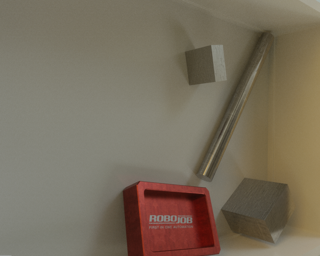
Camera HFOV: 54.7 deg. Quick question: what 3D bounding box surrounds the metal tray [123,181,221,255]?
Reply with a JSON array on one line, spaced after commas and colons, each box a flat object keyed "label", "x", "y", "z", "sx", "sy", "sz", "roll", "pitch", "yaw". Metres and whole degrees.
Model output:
[{"label": "metal tray", "x": 0.017, "y": 0.120, "z": 0.397, "sx": 0.131, "sy": 0.030, "sz": 0.090, "roll": 14, "pitch": 57, "yaw": -39}]

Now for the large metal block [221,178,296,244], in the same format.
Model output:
[{"label": "large metal block", "x": 0.163, "y": 0.132, "z": 0.511, "sx": 0.080, "sy": 0.080, "sz": 0.050, "roll": -42, "pitch": 116, "yaw": -32}]

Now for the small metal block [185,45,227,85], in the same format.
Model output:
[{"label": "small metal block", "x": 0.066, "y": -0.090, "z": 0.448, "sx": 0.025, "sy": 0.050, "sz": 0.050, "roll": -14, "pitch": 99, "yaw": -40}]

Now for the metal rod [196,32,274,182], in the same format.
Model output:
[{"label": "metal rod", "x": 0.133, "y": -0.047, "z": 0.520, "sx": 0.025, "sy": 0.025, "sz": 0.300, "roll": 43, "pitch": 64, "yaw": -32}]
